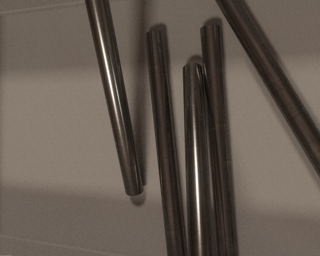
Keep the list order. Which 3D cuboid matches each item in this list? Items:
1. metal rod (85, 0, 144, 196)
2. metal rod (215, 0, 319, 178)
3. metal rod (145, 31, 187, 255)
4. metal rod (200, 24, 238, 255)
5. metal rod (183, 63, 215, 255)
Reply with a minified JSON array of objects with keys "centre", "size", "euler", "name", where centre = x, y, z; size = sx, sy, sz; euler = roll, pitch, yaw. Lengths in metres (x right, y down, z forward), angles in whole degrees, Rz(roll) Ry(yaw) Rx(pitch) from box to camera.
[{"centre":[-0.054,-0.050,0.365],"size":[0.025,0.025,0.298],"euler":[0,115,20],"name":"metal rod"},{"centre":[0.145,-0.036,0.359],"size":[0.025,0.025,0.299],"euler":[-30,81,17],"name":"metal rod"},{"centre":[0.008,0.023,0.407],"size":[0.025,0.025,0.298],"euler":[-7,88,19],"name":"metal rod"},{"centre":[0.074,0.024,0.384],"size":[0.025,0.025,0.298],"euler":[-5,88,19],"name":"metal rod"},{"centre":[0.040,0.058,0.330],"size":[0.025,0.025,0.299],"euler":[-10,62,19],"name":"metal rod"}]
